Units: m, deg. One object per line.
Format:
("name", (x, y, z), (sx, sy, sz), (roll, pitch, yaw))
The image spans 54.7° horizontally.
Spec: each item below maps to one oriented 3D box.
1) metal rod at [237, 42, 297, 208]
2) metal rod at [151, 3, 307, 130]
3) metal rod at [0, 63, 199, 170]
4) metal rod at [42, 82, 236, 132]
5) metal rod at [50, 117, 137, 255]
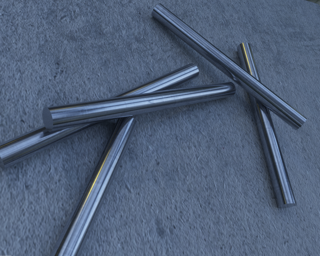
("metal rod", (0.167, -0.021, 0.506), (0.025, 0.025, 0.299), (9, 58, -23))
("metal rod", (0.107, -0.102, 0.502), (0.300, 0.025, 0.025), (41, 51, 7))
("metal rod", (-0.053, -0.030, 0.393), (0.302, 0.025, 0.025), (-30, 78, -38))
("metal rod", (0.001, -0.036, 0.405), (0.302, 0.025, 0.025), (-14, 69, -40))
("metal rod", (-0.082, 0.104, 0.295), (0.025, 0.025, 0.300), (29, 52, -10))
